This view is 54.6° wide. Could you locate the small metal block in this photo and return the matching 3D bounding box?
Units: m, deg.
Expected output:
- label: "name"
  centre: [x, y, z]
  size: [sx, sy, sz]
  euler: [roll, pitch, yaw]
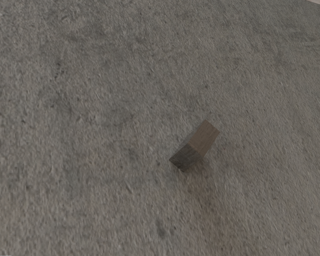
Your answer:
- label: "small metal block"
  centre: [0.044, 0.023, 0.397]
  size: [0.025, 0.050, 0.050]
  euler: [42, 51, 0]
